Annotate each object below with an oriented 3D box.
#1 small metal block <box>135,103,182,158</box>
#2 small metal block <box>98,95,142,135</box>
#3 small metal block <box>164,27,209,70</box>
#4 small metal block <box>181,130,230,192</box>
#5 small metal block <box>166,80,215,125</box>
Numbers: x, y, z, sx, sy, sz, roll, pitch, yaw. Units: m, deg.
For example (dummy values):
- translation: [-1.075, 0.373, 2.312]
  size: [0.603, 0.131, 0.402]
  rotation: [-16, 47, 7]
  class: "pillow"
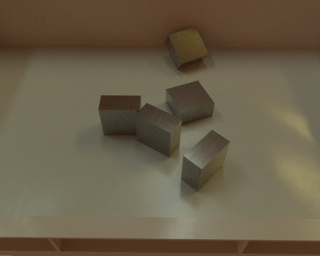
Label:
- translation: [-0.002, 0.003, 0.386]
  size: [0.050, 0.050, 0.025]
  rotation: [26, 55, 20]
  class: "small metal block"
- translation: [-0.049, -0.016, 0.402]
  size: [0.050, 0.050, 0.025]
  rotation: [0, 50, 0]
  class: "small metal block"
- translation: [0.043, -0.128, 0.499]
  size: [0.050, 0.025, 0.050]
  rotation: [-23, 86, -18]
  class: "small metal block"
- translation: [0.052, 0.038, 0.357]
  size: [0.025, 0.050, 0.050]
  rotation: [37, 59, 26]
  class: "small metal block"
- translation: [0.041, -0.036, 0.435]
  size: [0.050, 0.025, 0.050]
  rotation: [-17, 52, -14]
  class: "small metal block"
